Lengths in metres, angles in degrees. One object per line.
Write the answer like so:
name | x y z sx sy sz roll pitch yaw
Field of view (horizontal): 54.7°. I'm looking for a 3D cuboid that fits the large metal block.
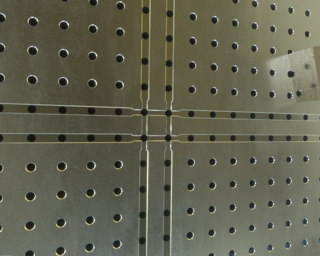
large metal block | 0.261 -0.089 0.495 0.081 0.050 0.080 -13 95 -20
